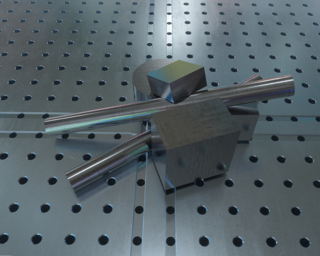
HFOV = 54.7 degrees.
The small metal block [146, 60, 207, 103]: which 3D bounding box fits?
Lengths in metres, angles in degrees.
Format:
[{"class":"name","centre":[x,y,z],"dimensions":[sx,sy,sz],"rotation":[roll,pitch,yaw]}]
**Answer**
[{"class":"small metal block","centre":[0.020,-0.058,0.376],"dimensions":[0.050,0.025,0.050],"rotation":[-29,33,-22]}]

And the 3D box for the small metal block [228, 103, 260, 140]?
[{"class":"small metal block","centre":[0.094,-0.009,0.395],"dimensions":[0.050,0.050,0.025],"rotation":[-1,50,1]}]

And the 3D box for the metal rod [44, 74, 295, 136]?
[{"class":"metal rod","centre":[0.004,-0.025,0.378],"dimensions":[0.301,0.025,0.025],"rotation":[-9,50,9]}]

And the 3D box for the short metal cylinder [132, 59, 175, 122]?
[{"class":"short metal cylinder","centre":[0.003,-0.051,0.430],"dimensions":[0.081,0.050,0.080],"rotation":[0,49,0]}]

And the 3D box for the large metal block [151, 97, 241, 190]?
[{"class":"large metal block","centre":[0.036,0.019,0.350],"dimensions":[0.081,0.080,0.050],"rotation":[-14,52,-12]}]

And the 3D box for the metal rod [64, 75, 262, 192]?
[{"class":"metal rod","centre":[0.022,-0.003,0.407],"dimensions":[0.302,0.025,0.025],"rotation":[-28,55,-22]}]
